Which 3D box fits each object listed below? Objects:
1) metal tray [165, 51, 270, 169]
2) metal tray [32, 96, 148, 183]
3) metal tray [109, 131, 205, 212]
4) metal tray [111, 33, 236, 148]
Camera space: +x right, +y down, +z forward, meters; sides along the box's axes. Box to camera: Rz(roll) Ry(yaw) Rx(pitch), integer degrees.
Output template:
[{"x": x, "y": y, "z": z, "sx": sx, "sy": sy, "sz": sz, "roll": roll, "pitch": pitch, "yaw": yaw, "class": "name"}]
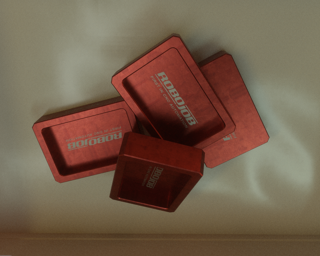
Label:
[{"x": 0.073, "y": -0.022, "z": 0.402, "sx": 0.090, "sy": 0.030, "sz": 0.130, "roll": -27, "pitch": 108, "yaw": 9, "class": "metal tray"}, {"x": -0.088, "y": 0.015, "z": 0.412, "sx": 0.131, "sy": 0.030, "sz": 0.089, "roll": -14, "pitch": 110, "yaw": 4, "class": "metal tray"}, {"x": -0.009, "y": 0.060, "z": 0.376, "sx": 0.091, "sy": 0.030, "sz": 0.129, "roll": 14, "pitch": 145, "yaw": -5, "class": "metal tray"}, {"x": 0.017, "y": -0.032, "z": 0.364, "sx": 0.090, "sy": 0.030, "sz": 0.130, "roll": -31, "pitch": 107, "yaw": 14, "class": "metal tray"}]
